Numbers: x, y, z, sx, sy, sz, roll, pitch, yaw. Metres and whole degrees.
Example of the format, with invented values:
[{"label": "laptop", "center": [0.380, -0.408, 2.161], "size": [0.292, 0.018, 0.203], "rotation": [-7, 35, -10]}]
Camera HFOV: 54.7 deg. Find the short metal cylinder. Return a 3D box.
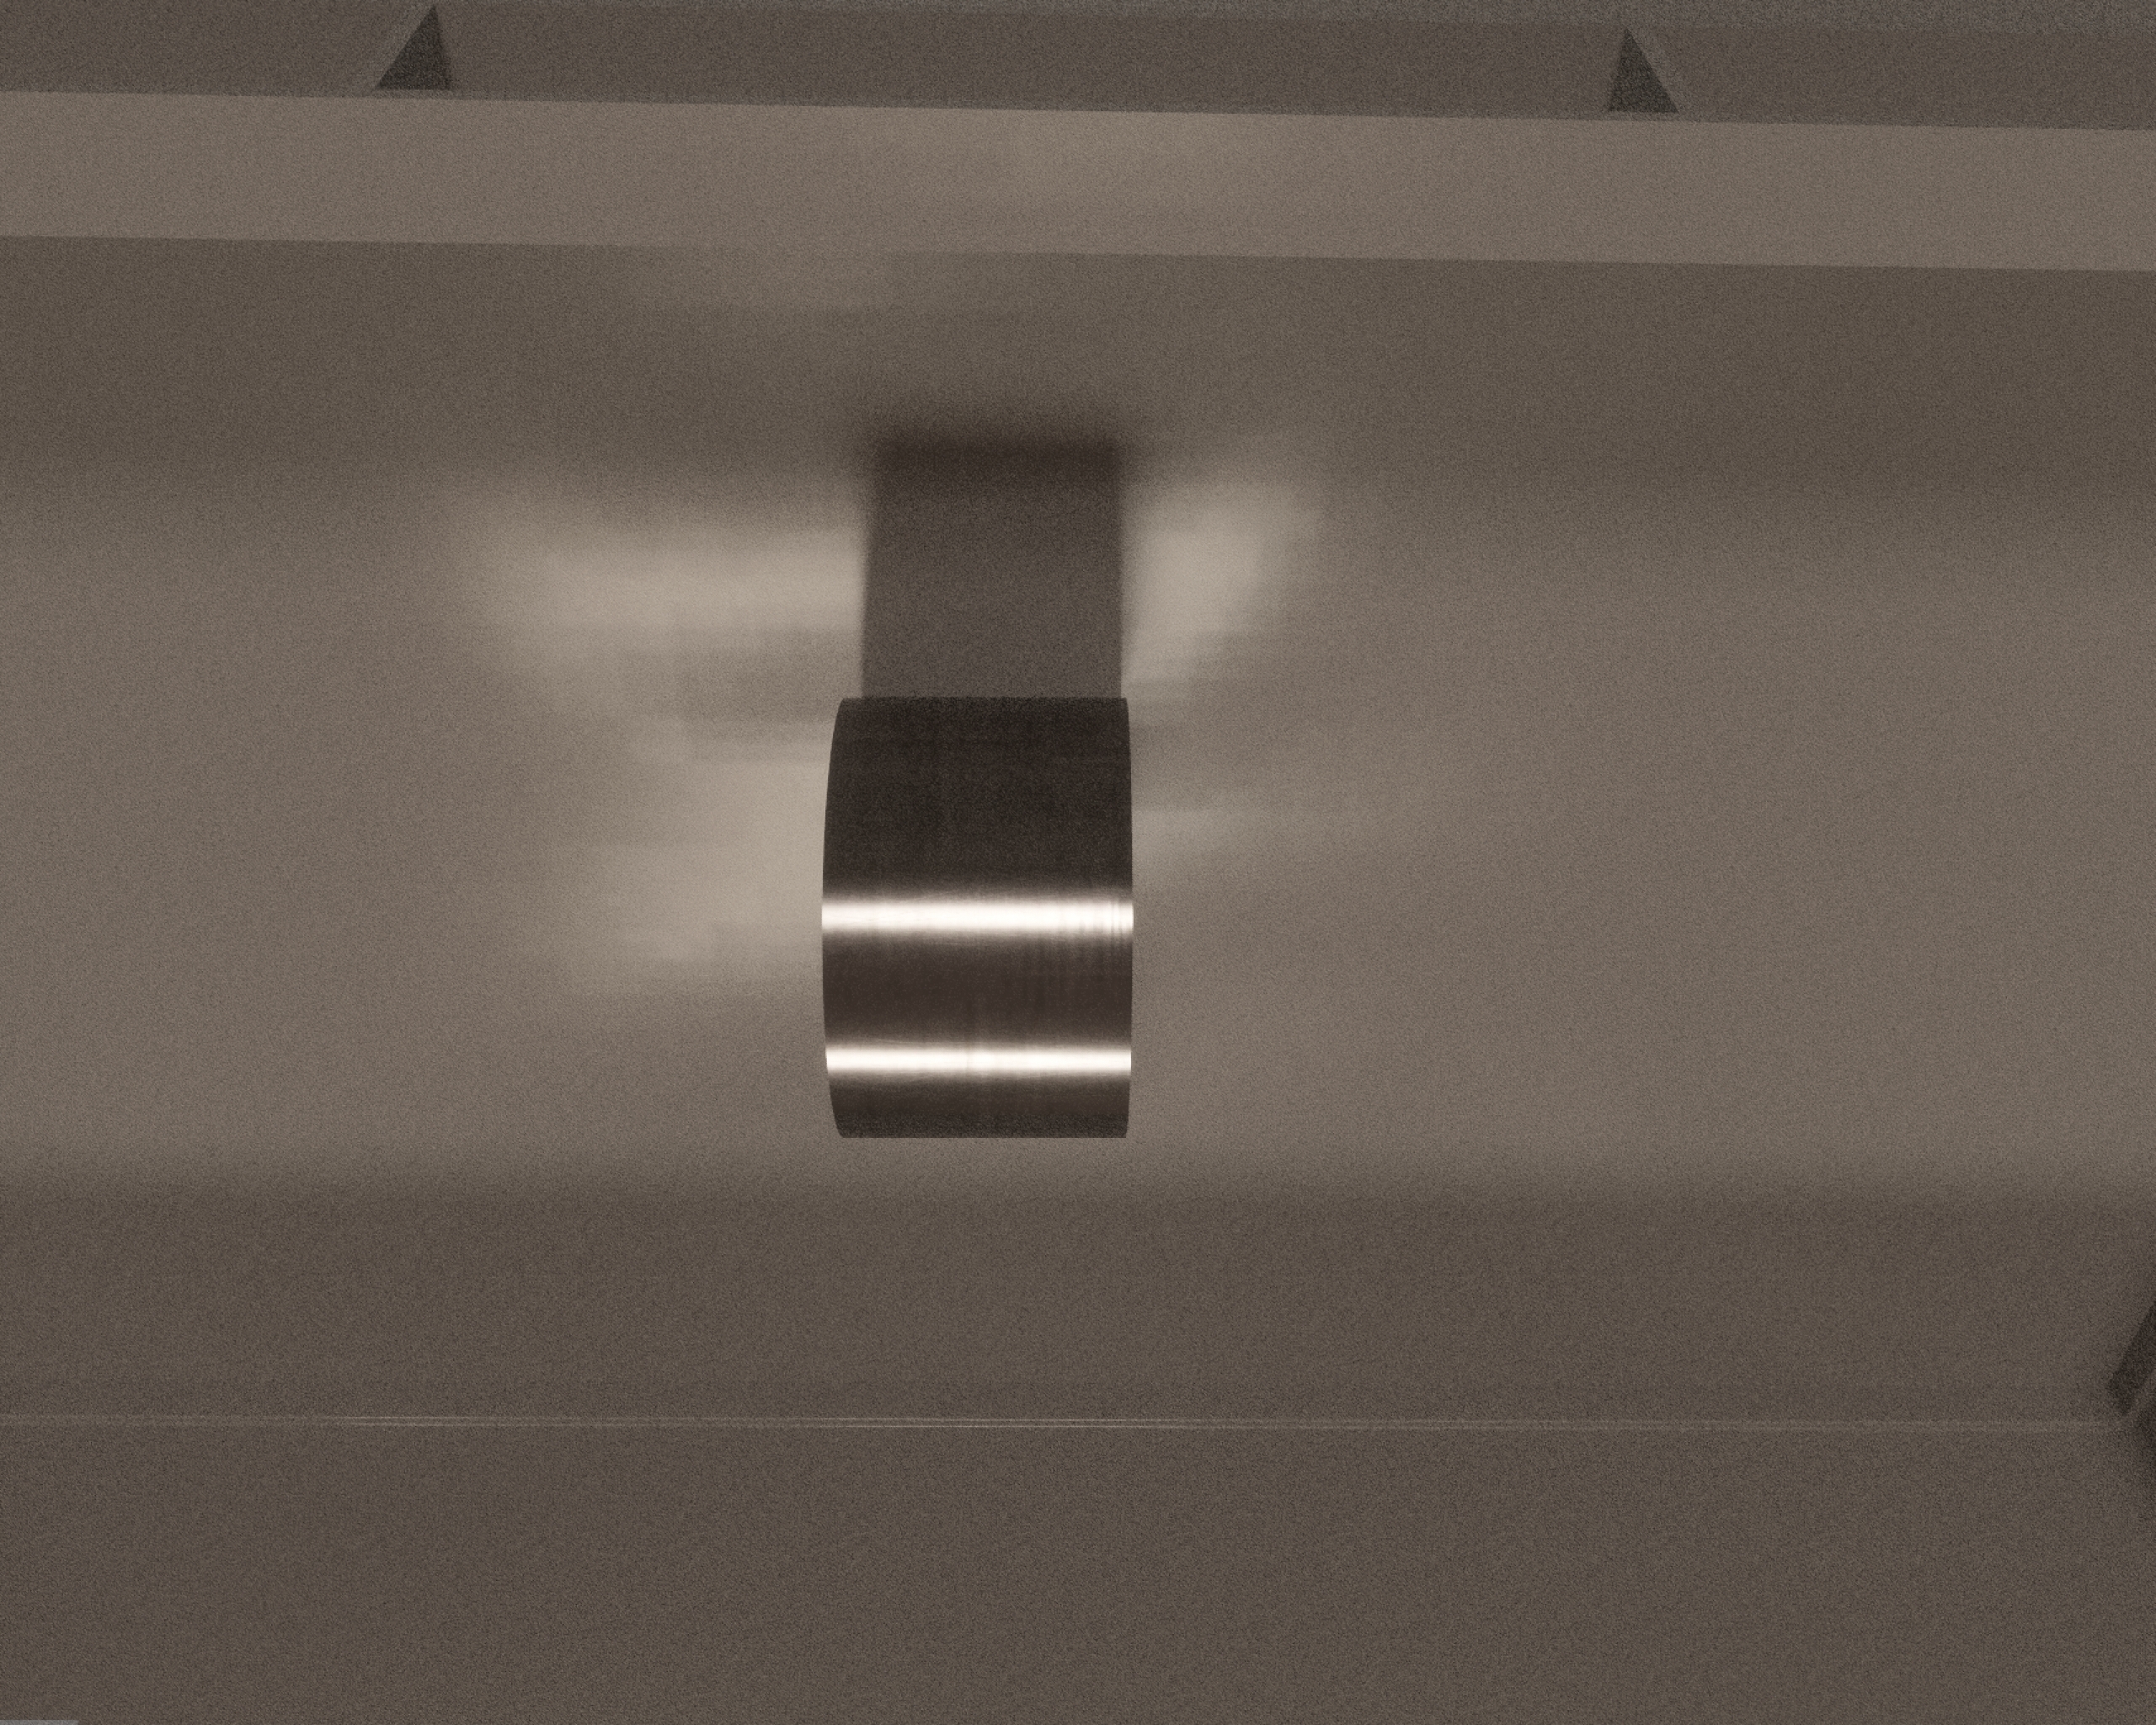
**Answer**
[{"label": "short metal cylinder", "center": [-0.017, 0.010, 0.378], "size": [0.050, 0.080, 0.079], "rotation": [0, 130, -1]}]
